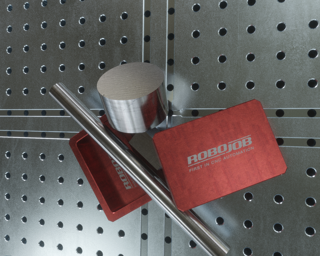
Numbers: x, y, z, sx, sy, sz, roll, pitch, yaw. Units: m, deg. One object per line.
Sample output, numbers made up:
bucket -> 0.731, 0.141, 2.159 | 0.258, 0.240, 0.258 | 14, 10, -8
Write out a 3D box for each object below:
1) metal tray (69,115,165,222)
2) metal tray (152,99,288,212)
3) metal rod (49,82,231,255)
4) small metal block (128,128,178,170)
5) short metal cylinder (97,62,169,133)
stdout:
metal tray -> -0.058, 0.050, 0.426 | 0.090, 0.030, 0.130 | -33, 80, 17
metal tray -> 0.066, 0.030, 0.355 | 0.131, 0.030, 0.090 | -19, 83, -6
metal rod -> -0.035, 0.046, 0.389 | 0.300, 0.025, 0.025 | 43, 103, 14
small metal block -> -0.005, 0.025, 0.396 | 0.050, 0.050, 0.025 | 42, 103, 15
short metal cylinder -> -0.032, -0.039, 0.384 | 0.080, 0.080, 0.050 | 9, 135, 19
